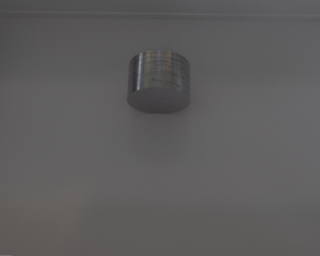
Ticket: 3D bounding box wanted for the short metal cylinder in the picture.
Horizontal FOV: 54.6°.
[{"bbox_3d":[-0.001,-0.057,0.401,0.080,0.080,0.050,1,70,0],"label":"short metal cylinder"}]
